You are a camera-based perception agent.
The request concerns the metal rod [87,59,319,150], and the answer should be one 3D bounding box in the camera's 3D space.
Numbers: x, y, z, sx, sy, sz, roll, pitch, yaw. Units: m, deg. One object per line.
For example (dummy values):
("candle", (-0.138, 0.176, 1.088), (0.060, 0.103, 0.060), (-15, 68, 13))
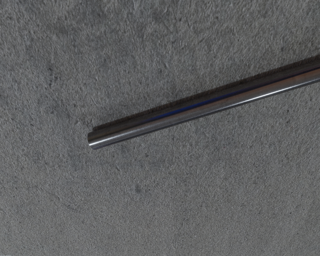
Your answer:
("metal rod", (0.048, -0.025, 0.386), (0.301, 0.025, 0.025), (-17, 128, 14))
